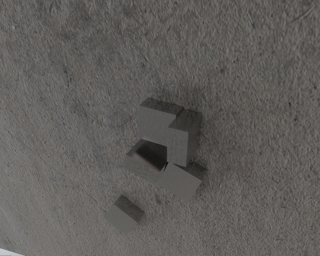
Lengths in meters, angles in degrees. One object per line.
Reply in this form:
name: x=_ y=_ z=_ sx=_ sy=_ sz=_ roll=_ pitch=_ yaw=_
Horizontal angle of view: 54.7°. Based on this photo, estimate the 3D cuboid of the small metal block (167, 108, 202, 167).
small metal block: x=0.030 y=0.011 z=0.382 sx=0.025 sy=0.050 sz=0.050 roll=14 pitch=124 yaw=20

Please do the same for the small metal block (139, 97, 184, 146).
small metal block: x=0.001 y=-0.007 z=0.402 sx=0.050 sy=0.025 sz=0.050 roll=16 pitch=125 yaw=19

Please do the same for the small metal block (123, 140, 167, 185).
small metal block: x=-0.015 y=0.043 z=0.425 sx=0.050 sy=0.050 sz=0.025 roll=27 pitch=128 yaw=11

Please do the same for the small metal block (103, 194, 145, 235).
small metal block: x=-0.062 y=0.150 z=0.532 sx=0.050 sy=0.025 sz=0.050 roll=38 pitch=129 yaw=2

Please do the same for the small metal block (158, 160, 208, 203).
small metal block: x=0.031 y=0.069 z=0.433 sx=0.050 sy=0.025 sz=0.050 roll=30 pitch=128 yaw=8
